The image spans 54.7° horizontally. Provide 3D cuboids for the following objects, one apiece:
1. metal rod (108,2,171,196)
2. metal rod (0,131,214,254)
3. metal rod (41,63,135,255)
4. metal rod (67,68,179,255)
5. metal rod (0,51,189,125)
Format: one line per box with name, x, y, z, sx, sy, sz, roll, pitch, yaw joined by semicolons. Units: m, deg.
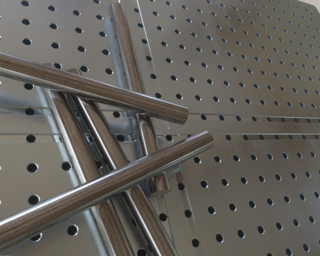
metal rod;-0.034;-0.056;0.425;0.025;0.025;0.299;-1;62;-29
metal rod;-0.055;0.059;0.310;0.302;0.025;0.025;-21;73;-36
metal rod;-0.075;0.057;0.334;0.025;0.025;0.299;-15;70;-34
metal rod;-0.039;0.058;0.352;0.025;0.025;0.299;-20;72;-36
metal rod;-0.106;-0.051;0.349;0.302;0.025;0.025;15;56;-20
